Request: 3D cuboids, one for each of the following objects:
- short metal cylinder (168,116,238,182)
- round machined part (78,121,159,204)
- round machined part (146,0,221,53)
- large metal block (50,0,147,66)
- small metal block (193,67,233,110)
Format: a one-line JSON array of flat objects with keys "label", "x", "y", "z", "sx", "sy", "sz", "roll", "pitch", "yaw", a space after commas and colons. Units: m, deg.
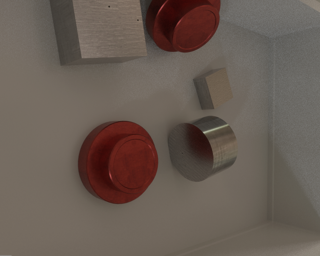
[{"label": "short metal cylinder", "x": 0.057, "y": 0.027, "z": 0.421, "sx": 0.050, "sy": 0.080, "sz": 0.079, "roll": -16, "pitch": 100, "yaw": -39}, {"label": "round machined part", "x": -0.041, "y": 0.040, "z": 0.363, "sx": 0.099, "sy": 0.042, "sz": 0.097, "roll": 0, "pitch": 90, "yaw": -40}, {"label": "round machined part", "x": 0.035, "y": -0.134, "z": 0.389, "sx": 0.099, "sy": 0.097, "sz": 0.042, "roll": -5, "pitch": 51, "yaw": -40}, {"label": "large metal block", "x": -0.066, "y": -0.113, "z": 0.336, "sx": 0.081, "sy": 0.050, "sz": 0.079, "roll": -13, "pitch": 99, "yaw": -40}, {"label": "small metal block", "x": 0.083, "y": -0.061, "z": 0.479, "sx": 0.050, "sy": 0.025, "sz": 0.050, "roll": -30, "pitch": 109, "yaw": -36}]
